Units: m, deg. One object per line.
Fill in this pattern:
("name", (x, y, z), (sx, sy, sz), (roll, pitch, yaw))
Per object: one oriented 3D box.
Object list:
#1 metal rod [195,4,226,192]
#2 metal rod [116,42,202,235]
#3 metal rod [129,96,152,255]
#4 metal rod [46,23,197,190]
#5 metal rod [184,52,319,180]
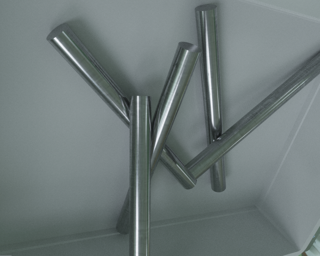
("metal rod", (0.076, -0.019, 0.440), (0.025, 0.025, 0.298), (-23, 127, -15))
("metal rod", (-0.012, 0.035, 0.394), (0.025, 0.025, 0.298), (-1, 128, -29))
("metal rod", (-0.024, 0.112, 0.368), (0.025, 0.025, 0.298), (-2, 96, -28))
("metal rod", (-0.026, -0.003, 0.393), (0.025, 0.025, 0.300), (-40, 130, -1))
("metal rod", (0.157, -0.029, 0.457), (0.301, 0.025, 0.025), (-38, 130, -11))
